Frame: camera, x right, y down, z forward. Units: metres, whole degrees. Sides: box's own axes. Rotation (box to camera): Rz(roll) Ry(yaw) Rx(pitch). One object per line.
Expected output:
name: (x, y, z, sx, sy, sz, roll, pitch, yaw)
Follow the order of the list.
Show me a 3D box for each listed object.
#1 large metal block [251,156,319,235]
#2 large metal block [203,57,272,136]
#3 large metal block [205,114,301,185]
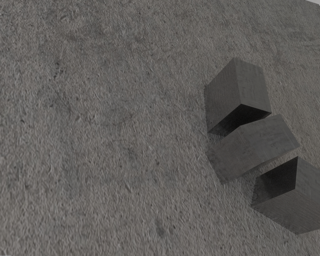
large metal block: (0.182, 0.092, 0.410, 0.080, 0.080, 0.050, 32, 52, -8)
large metal block: (0.109, -0.041, 0.452, 0.050, 0.080, 0.080, 14, 56, -21)
large metal block: (0.122, 0.029, 0.416, 0.081, 0.080, 0.050, -14, 69, -34)
